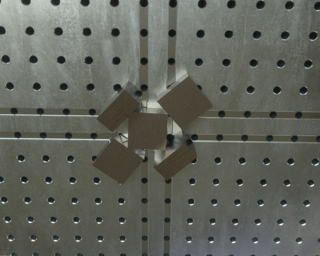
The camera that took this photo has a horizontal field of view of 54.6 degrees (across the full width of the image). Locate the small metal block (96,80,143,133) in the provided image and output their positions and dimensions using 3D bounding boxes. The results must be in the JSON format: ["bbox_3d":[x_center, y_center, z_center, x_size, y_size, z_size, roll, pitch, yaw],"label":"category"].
[{"bbox_3d":[-0.049,-0.028,0.389,0.025,0.050,0.050,42,105,-15],"label":"small metal block"}]

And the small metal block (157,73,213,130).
[{"bbox_3d":[0.032,-0.035,0.401,0.050,0.025,0.050,-38,106,13],"label":"small metal block"}]

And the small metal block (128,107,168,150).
[{"bbox_3d":[-0.016,0.000,0.413,0.050,0.025,0.050,4,109,0],"label":"small metal block"}]

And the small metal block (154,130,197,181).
[{"bbox_3d":[0.020,0.035,0.413,0.050,0.050,0.025,-40,105,13],"label":"small metal block"}]

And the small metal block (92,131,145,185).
[{"bbox_3d":[-0.056,0.042,0.428,0.050,0.025,0.050,36,106,-13],"label":"small metal block"}]
